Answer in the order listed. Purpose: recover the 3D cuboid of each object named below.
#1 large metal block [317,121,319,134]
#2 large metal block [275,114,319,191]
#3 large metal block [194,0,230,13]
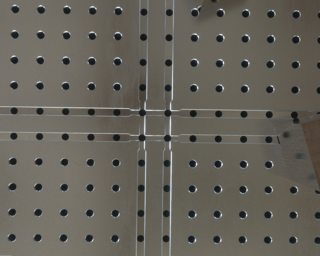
[{"bbox_3d":[0.251,0.024,0.389,0.050,0.080,0.080,-14,90,0],"label":"large metal block"},{"bbox_3d":[0.194,0.027,0.389,0.050,0.080,0.080,-16,90,0],"label":"large metal block"},{"bbox_3d":[0.075,-0.210,0.402,0.080,0.050,0.080,-23,90,-1],"label":"large metal block"}]
